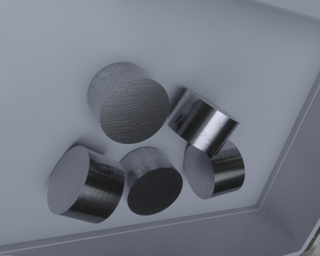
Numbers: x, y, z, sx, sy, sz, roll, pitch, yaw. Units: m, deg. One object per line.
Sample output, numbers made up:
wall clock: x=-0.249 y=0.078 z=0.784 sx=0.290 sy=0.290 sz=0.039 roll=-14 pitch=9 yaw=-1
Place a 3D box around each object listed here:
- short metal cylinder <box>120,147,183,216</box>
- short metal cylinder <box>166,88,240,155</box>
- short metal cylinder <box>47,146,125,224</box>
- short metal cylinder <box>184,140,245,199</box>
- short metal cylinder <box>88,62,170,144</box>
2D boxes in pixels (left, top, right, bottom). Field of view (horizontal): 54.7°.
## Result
short metal cylinder: x=-0.016 y=0.073 z=0.429 sx=0.081 sy=0.050 sz=0.079 roll=-14 pitch=125 yaw=-21
short metal cylinder: x=0.055 y=-0.009 z=0.399 sx=0.080 sy=0.080 sz=0.050 roll=24 pitch=105 yaw=-37
short metal cylinder: x=-0.087 y=0.067 z=0.365 sx=0.050 sy=0.080 sz=0.080 roll=31 pitch=101 yaw=-38
short metal cylinder: x=0.077 y=0.059 z=0.451 sx=0.050 sy=0.080 sz=0.079 roll=-9 pitch=122 yaw=-24
short metal cylinder: x=-0.036 y=-0.029 z=0.354 sx=0.081 sy=0.050 sz=0.079 roll=-14 pitch=125 yaw=-21
